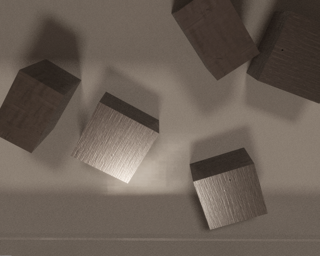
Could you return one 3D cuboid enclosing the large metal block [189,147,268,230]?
[{"bbox_3d":[0.094,0.083,0.430,0.080,0.050,0.080,-18,109,6],"label":"large metal block"}]

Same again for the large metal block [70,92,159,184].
[{"bbox_3d":[-0.056,0.012,0.402,0.080,0.050,0.080,28,107,-11],"label":"large metal block"}]

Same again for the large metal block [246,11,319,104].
[{"bbox_3d":[0.163,-0.085,0.369,0.080,0.050,0.079,19,109,-7],"label":"large metal block"}]

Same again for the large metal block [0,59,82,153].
[{"bbox_3d":[-0.144,-0.029,0.369,0.050,0.080,0.080,31,107,-11],"label":"large metal block"}]

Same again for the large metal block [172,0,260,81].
[{"bbox_3d":[0.057,-0.107,0.343,0.050,0.080,0.080,-33,107,11],"label":"large metal block"}]
